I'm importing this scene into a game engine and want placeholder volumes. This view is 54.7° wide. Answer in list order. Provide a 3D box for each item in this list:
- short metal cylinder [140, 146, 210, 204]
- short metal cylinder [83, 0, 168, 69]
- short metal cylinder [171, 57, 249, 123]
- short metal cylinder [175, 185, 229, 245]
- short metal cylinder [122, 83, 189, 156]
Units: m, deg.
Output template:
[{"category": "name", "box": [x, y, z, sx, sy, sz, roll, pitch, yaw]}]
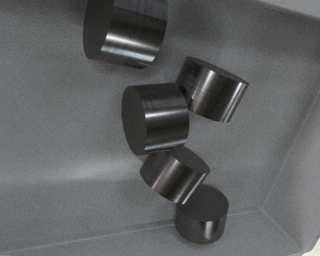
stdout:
[{"category": "short metal cylinder", "box": [0.020, 0.056, 0.419, 0.080, 0.080, 0.050, 22, 107, -36]}, {"category": "short metal cylinder", "box": [-0.035, -0.100, 0.292, 0.050, 0.080, 0.079, 6, 116, -31]}, {"category": "short metal cylinder", "box": [0.060, -0.048, 0.376, 0.081, 0.080, 0.050, 11, 113, -33]}, {"category": "short metal cylinder", "box": [0.065, 0.136, 0.492, 0.081, 0.080, 0.050, -12, 124, -22]}, {"category": "short metal cylinder", "box": [-0.008, -0.011, 0.362, 0.050, 0.080, 0.079, -8, 122, -24]}]
